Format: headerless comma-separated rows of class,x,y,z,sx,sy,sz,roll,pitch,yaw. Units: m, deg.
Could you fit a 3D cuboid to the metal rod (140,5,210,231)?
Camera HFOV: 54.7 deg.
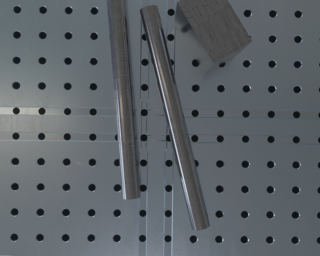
metal rod,0.020,-0.013,0.413,0.025,0.025,0.298,-13,90,0

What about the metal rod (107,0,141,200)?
metal rod,-0.049,-0.056,0.412,0.025,0.025,0.298,-4,90,0

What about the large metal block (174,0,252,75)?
large metal block,0.061,-0.119,0.386,0.050,0.080,0.080,-31,90,0
